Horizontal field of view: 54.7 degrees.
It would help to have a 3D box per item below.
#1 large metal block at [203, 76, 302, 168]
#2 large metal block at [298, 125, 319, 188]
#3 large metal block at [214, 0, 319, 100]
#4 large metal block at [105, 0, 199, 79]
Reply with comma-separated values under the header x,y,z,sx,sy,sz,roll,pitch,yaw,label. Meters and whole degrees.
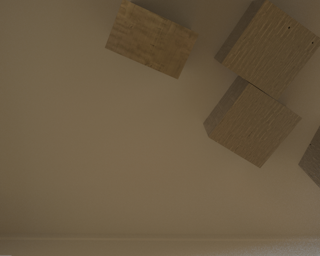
x,y,z,sx,sy,sz,roll,pitch,yaw,label
0.114,-0.009,0.396,0.080,0.050,0.080,31,107,-11,large metal block
0.237,0.039,0.400,0.050,0.080,0.079,18,109,-7,large metal block
0.124,-0.092,0.366,0.080,0.050,0.080,30,107,-11,large metal block
-0.008,-0.100,0.345,0.080,0.080,0.050,22,109,-8,large metal block
